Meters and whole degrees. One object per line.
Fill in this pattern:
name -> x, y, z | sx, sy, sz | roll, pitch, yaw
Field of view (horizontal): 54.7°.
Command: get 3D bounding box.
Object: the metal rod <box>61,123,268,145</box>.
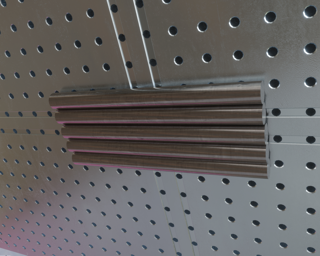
metal rod -> -0.013, 0.005, 0.420 | 0.301, 0.025, 0.025 | 1, 119, 27

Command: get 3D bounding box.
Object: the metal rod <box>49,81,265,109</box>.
metal rod -> -0.024, -0.039, 0.398 | 0.301, 0.025, 0.025 | 1, 119, 27

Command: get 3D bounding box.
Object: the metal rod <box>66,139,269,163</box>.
metal rod -> -0.008, 0.027, 0.431 | 0.301, 0.025, 0.025 | 1, 119, 27

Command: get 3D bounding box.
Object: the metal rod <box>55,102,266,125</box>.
metal rod -> -0.019, -0.017, 0.409 | 0.301, 0.025, 0.025 | 1, 119, 27

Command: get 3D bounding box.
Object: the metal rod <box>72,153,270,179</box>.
metal rod -> -0.003, 0.048, 0.441 | 0.300, 0.025, 0.025 | 0, 119, 27
